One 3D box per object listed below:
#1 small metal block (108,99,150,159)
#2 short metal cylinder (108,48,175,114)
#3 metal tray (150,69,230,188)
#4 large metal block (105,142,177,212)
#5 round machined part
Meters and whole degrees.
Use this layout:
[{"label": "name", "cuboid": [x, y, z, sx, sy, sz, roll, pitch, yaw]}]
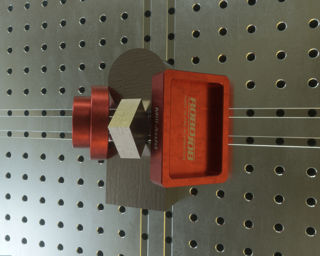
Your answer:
[{"label": "small metal block", "cuboid": [-0.034, 0.001, 0.366, 0.025, 0.050, 0.050, 0, 132, 17]}, {"label": "short metal cylinder", "cuboid": [-0.020, -0.059, 0.405, 0.080, 0.050, 0.080, 0, 90, 20]}, {"label": "metal tray", "cuboid": [0.036, 0.001, 0.367, 0.030, 0.091, 0.129, 2, 91, 63]}, {"label": "large metal block", "cuboid": [-0.022, 0.059, 0.407, 0.080, 0.050, 0.080, 2, 91, 20]}, {"label": "round machined part", "cuboid": [-0.091, -0.007, 0.402, 0.042, 0.098, 0.097, 1, 91, -13]}]
